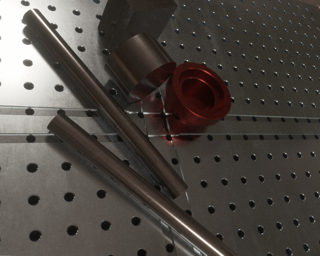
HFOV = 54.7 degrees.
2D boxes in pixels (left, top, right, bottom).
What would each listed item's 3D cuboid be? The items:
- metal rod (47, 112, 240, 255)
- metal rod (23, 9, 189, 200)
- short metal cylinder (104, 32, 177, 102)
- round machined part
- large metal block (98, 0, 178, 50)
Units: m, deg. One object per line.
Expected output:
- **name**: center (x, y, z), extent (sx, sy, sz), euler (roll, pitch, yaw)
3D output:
- **metal rod**: center (-0.002, 0.087, 0.355), extent (0.300, 0.025, 0.025), euler (39, 51, -2)
- **metal rod**: center (-0.072, -0.034, 0.391), extent (0.300, 0.025, 0.025), euler (49, 51, 6)
- **short metal cylinder**: center (-0.025, -0.078, 0.408), extent (0.081, 0.080, 0.050), euler (-31, 80, -38)
- **round machined part**: center (0.052, -0.045, 0.454), extent (0.099, 0.042, 0.098), euler (14, 56, -21)
- **large metal block**: center (-0.034, -0.163, 0.456), extent (0.081, 0.080, 0.050), euler (-24, 75, -37)
